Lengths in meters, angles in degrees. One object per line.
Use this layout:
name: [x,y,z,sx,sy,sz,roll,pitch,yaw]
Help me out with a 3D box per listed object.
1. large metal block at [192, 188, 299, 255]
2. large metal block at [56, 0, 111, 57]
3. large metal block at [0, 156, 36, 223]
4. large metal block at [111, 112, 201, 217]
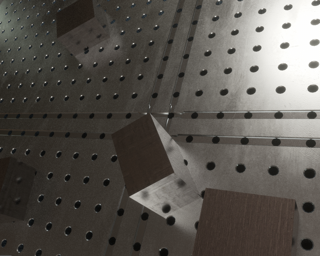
large metal block: [0.080,0.106,0.285,0.080,0.050,0.080,2,63,29]
large metal block: [-0.146,-0.195,0.586,0.080,0.050,0.080,-24,53,13]
large metal block: [-0.241,0.095,0.458,0.080,0.050,0.080,-12,57,21]
large metal block: [-0.004,0.043,0.347,0.050,0.080,0.080,-30,52,9]
